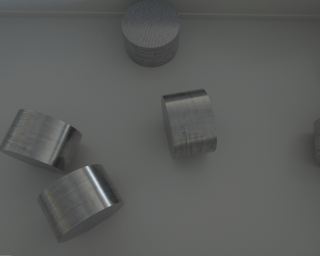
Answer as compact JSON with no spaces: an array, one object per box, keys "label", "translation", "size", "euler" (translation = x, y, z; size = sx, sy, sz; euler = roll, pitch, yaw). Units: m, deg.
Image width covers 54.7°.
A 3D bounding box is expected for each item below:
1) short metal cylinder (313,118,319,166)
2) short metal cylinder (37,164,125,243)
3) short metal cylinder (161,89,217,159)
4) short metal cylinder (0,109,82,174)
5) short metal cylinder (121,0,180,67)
[{"label":"short metal cylinder","translation":[0.231,0.018,0.375],"size":[0.080,0.080,0.050],"euler":[7,70,2]},{"label":"short metal cylinder","translation":[-0.088,0.084,0.349],"size":[0.080,0.080,0.050],"euler":[-31,73,-11]},{"label":"short metal cylinder","translation":[0.034,-0.005,0.382],"size":[0.050,0.080,0.080],"euler":[-10,71,-4]},{"label":"short metal cylinder","translation":[-0.142,0.018,0.373],"size":[0.080,0.080,0.050],"euler":[16,71,6]},{"label":"short metal cylinder","translation":[-0.013,-0.135,0.445],"size":[0.081,0.050,0.080],"euler":[0,70,0]}]
